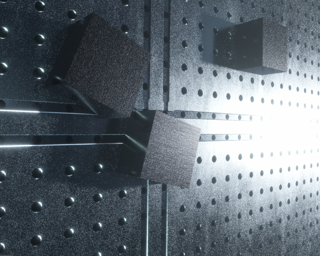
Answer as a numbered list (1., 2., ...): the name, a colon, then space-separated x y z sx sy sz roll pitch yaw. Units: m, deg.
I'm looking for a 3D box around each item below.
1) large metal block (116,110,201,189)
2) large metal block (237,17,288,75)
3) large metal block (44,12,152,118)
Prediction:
1. large metal block: 0.000 0.028 0.395 0.080 0.050 0.080 21 77 -38
2. large metal block: 0.182 -0.141 0.548 0.081 0.050 0.079 0 90 -40
3. large metal block: -0.065 -0.063 0.339 0.080 0.050 0.080 29 72 -37
